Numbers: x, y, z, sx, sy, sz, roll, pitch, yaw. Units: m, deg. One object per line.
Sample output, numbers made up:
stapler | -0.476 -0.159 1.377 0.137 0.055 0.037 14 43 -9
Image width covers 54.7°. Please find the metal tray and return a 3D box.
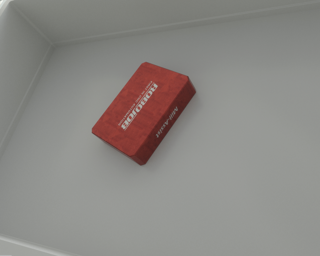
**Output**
metal tray | -0.023 -0.024 0.428 0.090 0.030 0.130 27 76 37
